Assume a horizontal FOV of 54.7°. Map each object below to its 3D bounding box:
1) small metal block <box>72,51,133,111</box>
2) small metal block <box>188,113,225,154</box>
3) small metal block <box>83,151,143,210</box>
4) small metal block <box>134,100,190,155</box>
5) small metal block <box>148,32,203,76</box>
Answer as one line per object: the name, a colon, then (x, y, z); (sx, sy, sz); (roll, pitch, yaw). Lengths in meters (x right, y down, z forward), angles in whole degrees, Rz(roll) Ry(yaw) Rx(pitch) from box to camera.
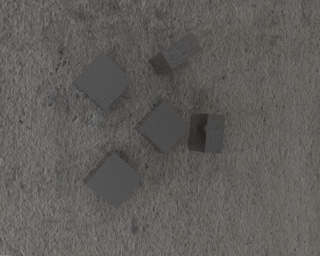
small metal block: (-0.071, -0.057, 0.382); (0.050, 0.025, 0.050); (44, 76, -15)
small metal block: (0.062, 0.007, 0.418); (0.025, 0.050, 0.050); (6, 88, -20)
small metal block: (-0.058, 0.064, 0.387); (0.050, 0.025, 0.050); (43, 76, -15)
small metal block: (0.003, -0.001, 0.410); (0.050, 0.025, 0.050); (45, 76, -15)
small metal block: (0.019, -0.095, 0.402); (0.050, 0.050, 0.025); (-36, 102, -16)
